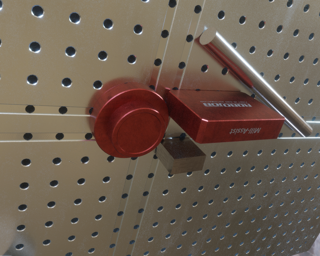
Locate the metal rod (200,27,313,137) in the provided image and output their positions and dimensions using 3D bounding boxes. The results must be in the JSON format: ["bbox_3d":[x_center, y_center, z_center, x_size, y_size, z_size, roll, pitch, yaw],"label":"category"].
[{"bbox_3d":[0.161,-0.053,0.468,0.301,0.025,0.025,30,102,-38],"label":"metal rod"}]

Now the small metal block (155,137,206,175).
[{"bbox_3d":[0.028,0.038,0.436,0.050,0.050,0.025,-4,120,-27],"label":"small metal block"}]

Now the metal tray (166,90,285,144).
[{"bbox_3d":[0.084,-0.018,0.405,0.131,0.090,0.030,-2,119,-28],"label":"metal tray"}]

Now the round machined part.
[{"bbox_3d":[-0.032,-0.003,0.382,0.099,0.042,0.097,-14,125,-21],"label":"round machined part"}]
